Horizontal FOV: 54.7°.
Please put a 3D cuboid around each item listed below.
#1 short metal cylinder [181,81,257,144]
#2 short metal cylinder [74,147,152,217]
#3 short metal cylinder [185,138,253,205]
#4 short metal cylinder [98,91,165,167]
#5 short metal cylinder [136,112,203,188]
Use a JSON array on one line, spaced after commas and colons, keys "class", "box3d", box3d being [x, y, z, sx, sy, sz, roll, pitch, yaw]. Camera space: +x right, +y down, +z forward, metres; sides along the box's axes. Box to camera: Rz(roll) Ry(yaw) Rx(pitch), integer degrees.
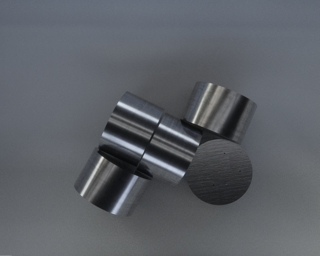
[{"class": "short metal cylinder", "box3d": [0.072, -0.018, 0.383, 0.080, 0.080, 0.050, 23, 90, -1]}, {"class": "short metal cylinder", "box3d": [-0.057, 0.065, 0.382, 0.080, 0.080, 0.050, 29, 90, -1]}, {"class": "short metal cylinder", "box3d": [0.071, 0.053, 0.398, 0.081, 0.050, 0.079, 0, 90, -1]}, {"class": "short metal cylinder", "box3d": [-0.034, 0.001, 0.382, 0.050, 0.080, 0.080, 26, 90, -1]}, {"class": "short metal cylinder", "box3d": [0.012, 0.027, 0.383, 0.050, 0.080, 0.080, 27, 90, -1]}]
